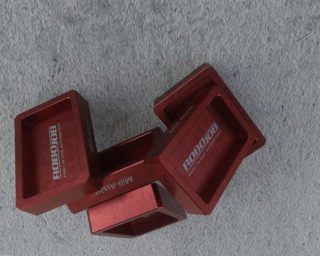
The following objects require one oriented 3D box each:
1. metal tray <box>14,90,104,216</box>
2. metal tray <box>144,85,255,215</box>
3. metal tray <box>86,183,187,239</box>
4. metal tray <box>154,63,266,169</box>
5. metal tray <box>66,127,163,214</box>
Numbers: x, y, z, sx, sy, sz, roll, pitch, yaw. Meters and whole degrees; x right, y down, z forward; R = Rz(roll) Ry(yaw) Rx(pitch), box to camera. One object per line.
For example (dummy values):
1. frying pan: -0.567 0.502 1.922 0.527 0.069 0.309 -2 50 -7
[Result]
1. metal tray: -0.124 0.026 0.368 0.090 0.130 0.030 -23 147 7
2. metal tray: 0.052 0.023 0.361 0.090 0.030 0.130 50 58 -16
3. metal tray: -0.024 0.113 0.406 0.090 0.130 0.030 -23 64 8
4. metal tray: 0.065 -0.007 0.406 0.090 0.030 0.130 -37 107 12
5. metal tray: -0.053 0.050 0.394 0.130 0.090 0.030 -23 109 8
